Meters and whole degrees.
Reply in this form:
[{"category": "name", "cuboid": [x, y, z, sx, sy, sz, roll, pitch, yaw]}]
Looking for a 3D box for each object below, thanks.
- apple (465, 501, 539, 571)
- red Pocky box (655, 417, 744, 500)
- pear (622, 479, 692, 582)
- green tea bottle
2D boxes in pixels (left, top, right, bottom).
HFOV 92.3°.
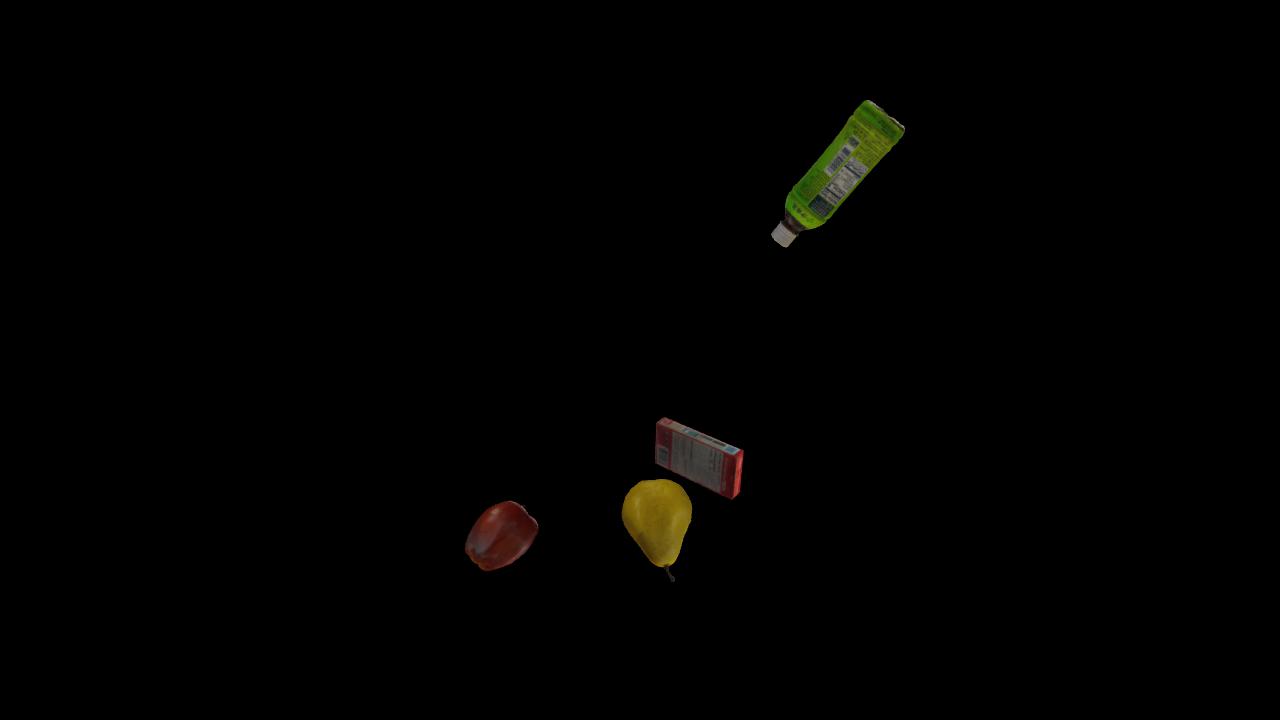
[{"category": "apple", "cuboid": [-0.176, 0.223, 0.787, 0.079, 0.079, 0.093, 0, 38, 48]}, {"category": "red Pocky box", "cuboid": [0.092, 0.156, 0.985, 0.155, 0.083, 0.028, 21, 31, 34]}, {"category": "pear", "cuboid": [0.019, 0.191, 0.683, 0.080, 0.111, 0.080, 1, -32, 1]}, {"category": "green tea bottle", "cuboid": [0.258, -0.244, 0.839, 0.073, 0.073, 0.212, 0, -43, -52]}]
